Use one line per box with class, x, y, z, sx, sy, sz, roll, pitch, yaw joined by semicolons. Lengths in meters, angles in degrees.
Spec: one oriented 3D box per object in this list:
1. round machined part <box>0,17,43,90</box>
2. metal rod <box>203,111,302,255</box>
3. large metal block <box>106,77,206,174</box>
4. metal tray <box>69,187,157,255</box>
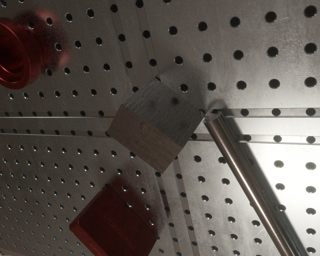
round machined part;-0.208;-0.108;0.441;0.098;0.042;0.097;13;124;20
metal rod;0.140;0.110;0.404;0.025;0.025;0.299;-22;107;36
large metal block;-0.002;-0.006;0.372;0.080;0.080;0.050;37;129;3
metal tray;-0.074;0.174;0.513;0.130;0.090;0.030;49;129;-7
